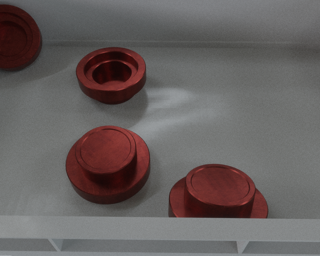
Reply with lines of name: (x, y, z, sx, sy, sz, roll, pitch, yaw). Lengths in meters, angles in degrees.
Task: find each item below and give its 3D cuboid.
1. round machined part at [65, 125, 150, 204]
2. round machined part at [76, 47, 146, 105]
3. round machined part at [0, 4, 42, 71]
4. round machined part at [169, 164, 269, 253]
round machined part: (-0.061, 0.036, 0.364, 0.099, 0.042, 0.098, 0, 50, 0)
round machined part: (-0.069, -0.072, 0.454, 0.099, 0.042, 0.098, 0, 50, 0)
round machined part: (-0.237, -0.138, 0.487, 0.099, 0.042, 0.097, 0, 89, -11)
round machined part: (0.058, 0.072, 0.312, 0.099, 0.042, 0.098, 1, 27, 0)
